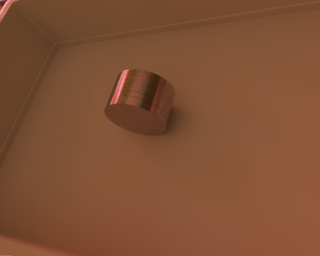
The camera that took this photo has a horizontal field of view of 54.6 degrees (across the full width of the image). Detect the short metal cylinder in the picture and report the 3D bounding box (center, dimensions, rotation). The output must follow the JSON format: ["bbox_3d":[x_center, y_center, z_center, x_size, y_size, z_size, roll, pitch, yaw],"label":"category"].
[{"bbox_3d":[-0.025,-0.031,0.400,0.080,0.080,0.050,2,63,29],"label":"short metal cylinder"}]
